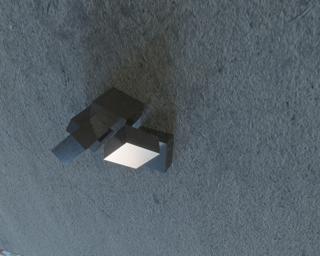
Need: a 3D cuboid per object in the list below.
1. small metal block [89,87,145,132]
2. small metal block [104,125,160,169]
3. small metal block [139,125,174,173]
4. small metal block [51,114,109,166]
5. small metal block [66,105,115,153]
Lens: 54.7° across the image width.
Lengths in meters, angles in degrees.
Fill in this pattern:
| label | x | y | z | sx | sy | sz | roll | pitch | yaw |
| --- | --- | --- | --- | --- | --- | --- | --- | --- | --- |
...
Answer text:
| label | x | y | z | sx | sy | sz | roll | pitch | yaw |
| --- | --- | --- | --- | --- | --- | --- | --- | --- | --- |
| small metal block | -0.055 | -0.024 | 0.405 | 0.050 | 0.050 | 0.025 | 28 | 128 | 10 |
| small metal block | -0.036 | 0.025 | 0.393 | 0.050 | 0.025 | 0.050 | 22 | 139 | -35 |
| small metal block | -0.010 | 0.029 | 0.430 | 0.050 | 0.025 | 0.050 | 15 | 125 | 19 |
| small metal block | -0.099 | 0.015 | 0.387 | 0.050 | 0.050 | 0.025 | -33 | 100 | 38 |
| small metal block | -0.095 | -0.001 | 0.440 | 0.050 | 0.050 | 0.025 | 39 | 129 | 2 |
